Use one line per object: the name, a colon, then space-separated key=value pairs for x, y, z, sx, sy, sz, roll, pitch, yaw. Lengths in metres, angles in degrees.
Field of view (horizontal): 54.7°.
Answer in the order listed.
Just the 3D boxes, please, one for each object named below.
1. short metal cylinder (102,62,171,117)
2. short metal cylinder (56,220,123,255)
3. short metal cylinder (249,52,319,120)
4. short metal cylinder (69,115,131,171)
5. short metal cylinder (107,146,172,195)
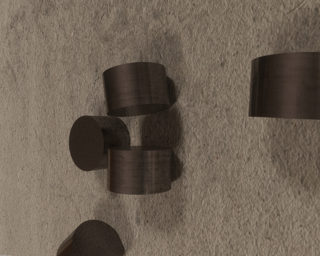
short metal cylinder: x=-0.030 y=-0.046 z=0.392 sx=0.080 sy=0.081 sz=0.050 roll=-13 pitch=82 yaw=39
short metal cylinder: x=-0.102 y=0.182 z=0.450 sx=0.050 sy=0.081 sz=0.080 roll=-47 pitch=63 yaw=30
short metal cylinder: x=0.120 y=-0.033 z=0.269 sx=0.080 sy=0.081 sz=0.050 roll=5 pitch=93 yaw=39
short metal cylinder: x=-0.090 y=0.022 z=0.461 sx=0.080 sy=0.050 sz=0.079 roll=0 pitch=90 yaw=39
short metal cylinder: x=-0.026 y=0.050 z=0.388 sx=0.080 sy=0.081 sz=0.050 roll=1 pitch=91 yaw=39
